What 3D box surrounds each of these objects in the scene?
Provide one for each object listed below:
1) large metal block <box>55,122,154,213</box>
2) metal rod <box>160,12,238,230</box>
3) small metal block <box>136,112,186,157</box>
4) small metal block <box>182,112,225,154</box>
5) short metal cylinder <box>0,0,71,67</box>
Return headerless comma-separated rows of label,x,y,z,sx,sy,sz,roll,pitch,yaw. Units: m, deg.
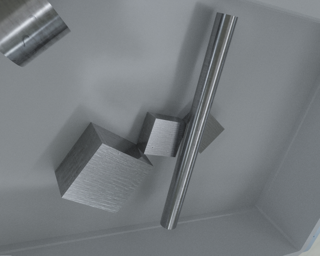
large metal block,-0.070,0.051,0.387,0.080,0.050,0.080,30,102,-38
metal rod,0.045,0.006,0.406,0.025,0.025,0.298,1,114,-30
small metal block,0.002,0.009,0.414,0.050,0.025,0.050,9,108,-33
small metal block,0.056,0.001,0.442,0.050,0.025,0.050,-46,130,4
short metal cylinder,-0.118,-0.097,0.249,0.050,0.080,0.080,-39,130,-3
